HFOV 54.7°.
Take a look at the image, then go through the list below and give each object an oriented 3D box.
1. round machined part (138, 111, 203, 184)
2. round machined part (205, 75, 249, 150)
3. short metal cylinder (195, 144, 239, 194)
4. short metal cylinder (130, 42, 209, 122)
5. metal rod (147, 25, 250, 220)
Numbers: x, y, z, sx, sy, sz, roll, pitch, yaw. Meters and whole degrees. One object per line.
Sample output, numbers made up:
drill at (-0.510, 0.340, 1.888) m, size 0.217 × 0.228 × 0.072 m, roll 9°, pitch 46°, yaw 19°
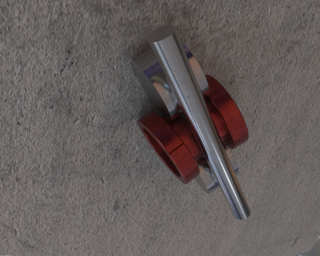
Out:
round machined part at (0.018, 0.018, 0.382) m, size 0.042 × 0.098 × 0.098 m, roll -37°, pitch 130°, yaw -9°
round machined part at (0.064, -0.014, 0.390) m, size 0.042 × 0.098 × 0.098 m, roll -31°, pitch 129°, yaw -3°
short metal cylinder at (0.066, 0.046, 0.439) m, size 0.050 × 0.080 × 0.080 m, roll -34°, pitch 129°, yaw -6°
short metal cylinder at (0.010, -0.054, 0.346) m, size 0.050 × 0.080 × 0.080 m, roll -34°, pitch 129°, yaw -6°
metal rod at (0.059, 0.021, 0.352) m, size 0.025 × 0.025 × 0.299 m, roll -35°, pitch 129°, yaw -6°
